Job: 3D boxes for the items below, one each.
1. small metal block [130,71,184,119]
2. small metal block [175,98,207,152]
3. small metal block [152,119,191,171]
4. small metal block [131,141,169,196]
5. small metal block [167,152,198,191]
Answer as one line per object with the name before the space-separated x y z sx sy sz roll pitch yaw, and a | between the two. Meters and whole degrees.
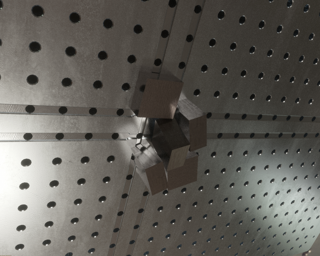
small metal block | -0.004 -0.040 0.386 0.050 0.025 0.050 2 118 -30
small metal block | 0.038 -0.005 0.415 0.025 0.050 0.050 -19 126 -18
small metal block | 0.013 0.020 0.407 0.025 0.050 0.050 -15 145 -20
small metal block | -0.014 0.055 0.423 0.025 0.050 0.050 -23 127 -15
small metal block | 0.029 0.061 0.467 0.050 0.025 0.050 -15 125 -20
